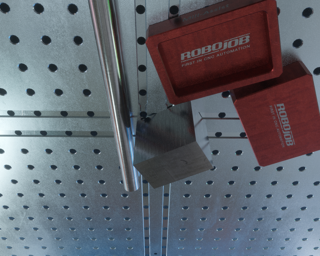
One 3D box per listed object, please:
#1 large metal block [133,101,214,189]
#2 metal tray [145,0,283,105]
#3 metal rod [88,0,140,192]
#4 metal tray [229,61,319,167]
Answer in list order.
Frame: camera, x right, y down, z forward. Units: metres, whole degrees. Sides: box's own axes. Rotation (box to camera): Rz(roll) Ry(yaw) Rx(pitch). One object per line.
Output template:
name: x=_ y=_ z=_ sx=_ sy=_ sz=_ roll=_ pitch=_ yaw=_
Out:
large metal block: x=0.016 y=0.019 z=0.392 sx=0.080 sy=0.080 sz=0.050 roll=-23 pitch=127 yaw=18
metal tray: x=0.060 y=-0.083 z=0.337 sx=0.130 sy=0.030 sz=0.090 roll=-15 pitch=129 yaw=12
metal rod: x=-0.051 y=-0.023 z=0.391 sx=0.025 sy=0.025 sz=0.298 roll=-2 pitch=130 yaw=2
metal tray: x=0.154 y=-0.012 z=0.400 sx=0.090 sy=0.030 sz=0.130 roll=-21 pitch=128 yaw=16
